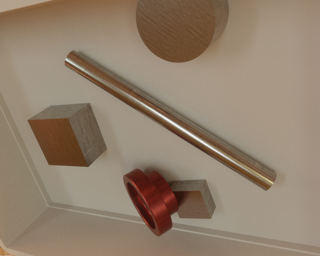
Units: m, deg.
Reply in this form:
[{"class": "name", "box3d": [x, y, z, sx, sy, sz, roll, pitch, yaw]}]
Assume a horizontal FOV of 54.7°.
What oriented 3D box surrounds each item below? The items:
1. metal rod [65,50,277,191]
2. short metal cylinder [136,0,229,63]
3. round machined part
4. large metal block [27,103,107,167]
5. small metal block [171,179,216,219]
[{"class": "metal rod", "box3d": [0.008, -0.013, 0.394, 0.301, 0.025, 0.025, 32, 128, 6]}, {"class": "short metal cylinder", "box3d": [0.023, -0.112, 0.310, 0.080, 0.050, 0.079, 13, 124, 20]}, {"class": "round machined part", "box3d": [-0.010, 0.101, 0.444, 0.098, 0.042, 0.097, 49, 156, 31]}, {"class": "large metal block", "box3d": [-0.139, 0.010, 0.470, 0.080, 0.050, 0.080, -1, 118, 28]}, {"class": "small metal block", "box3d": [0.047, 0.103, 0.447, 0.050, 0.025, 0.050, -9, 114, 31]}]
